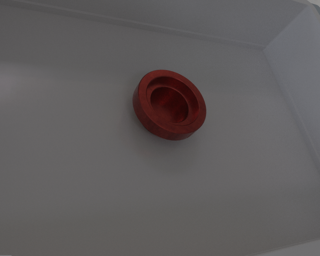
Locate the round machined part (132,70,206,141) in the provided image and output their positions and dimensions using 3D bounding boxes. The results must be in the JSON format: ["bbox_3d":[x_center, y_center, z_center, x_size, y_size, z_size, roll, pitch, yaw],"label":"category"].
[{"bbox_3d":[0.009,-0.026,0.415,0.099,0.042,0.098,13,56,-21],"label":"round machined part"}]
